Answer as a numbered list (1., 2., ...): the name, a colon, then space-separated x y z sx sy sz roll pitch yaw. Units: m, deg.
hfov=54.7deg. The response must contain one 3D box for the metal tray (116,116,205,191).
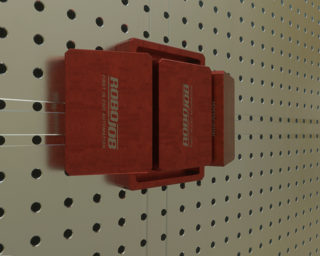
1. metal tray: 0.005 0.029 0.413 0.131 0.030 0.089 0 90 -40

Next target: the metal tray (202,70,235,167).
1. metal tray: 0.088 -0.013 0.457 0.090 0.030 0.129 -2 92 -67

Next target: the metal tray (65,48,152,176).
1. metal tray: -0.056 -0.016 0.337 0.091 0.030 0.129 0 91 -14

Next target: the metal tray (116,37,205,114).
1. metal tray: 0.005 -0.061 0.412 0.131 0.030 0.089 0 90 -40

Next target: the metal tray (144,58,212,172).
1. metal tray: 0.024 -0.015 0.389 0.091 0.030 0.129 -1 91 -40
